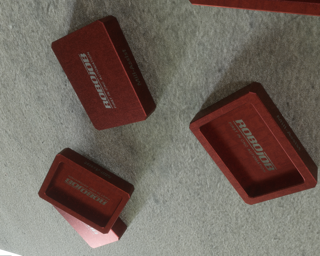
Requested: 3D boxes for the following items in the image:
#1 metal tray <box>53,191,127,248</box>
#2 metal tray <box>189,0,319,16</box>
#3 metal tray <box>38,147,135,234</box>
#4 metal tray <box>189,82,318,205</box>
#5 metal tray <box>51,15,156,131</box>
[{"bbox_3d":[-0.133,0.157,0.568,0.090,0.030,0.130,-32,101,38],"label":"metal tray"},{"bbox_3d":[0.092,-0.149,0.262,0.130,0.030,0.089,14,124,20],"label":"metal tray"},{"bbox_3d":[-0.119,0.102,0.499,0.130,0.030,0.089,30,110,-1],"label":"metal tray"},{"bbox_3d":[0.107,0.023,0.360,0.090,0.030,0.130,-30,102,37],"label":"metal tray"},{"bbox_3d":[-0.071,-0.065,0.399,0.090,0.030,0.129,-12,113,32],"label":"metal tray"}]
